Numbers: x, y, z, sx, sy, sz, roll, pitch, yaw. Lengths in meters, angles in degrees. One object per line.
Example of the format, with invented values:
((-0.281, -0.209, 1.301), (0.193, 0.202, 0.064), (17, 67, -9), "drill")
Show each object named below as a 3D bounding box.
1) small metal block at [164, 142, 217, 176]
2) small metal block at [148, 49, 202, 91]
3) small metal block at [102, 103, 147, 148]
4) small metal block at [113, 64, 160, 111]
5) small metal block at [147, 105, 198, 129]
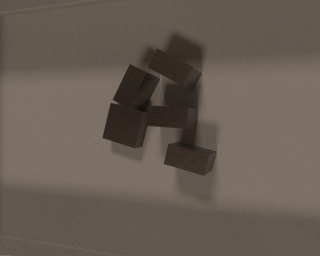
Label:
((0.039, 0.037, 0.383), (0.050, 0.050, 0.025), (14, 95, 19), "small metal block")
((0.020, -0.072, 0.389), (0.050, 0.050, 0.025), (31, 100, 17), "small metal block")
((-0.046, -0.004, 0.426), (0.050, 0.025, 0.050), (16, 96, 19), "small metal block")
((-0.030, -0.052, 0.407), (0.025, 0.050, 0.050), (30, 99, 17), "small metal block")
((0.017, -0.013, 0.391), (0.050, 0.050, 0.025), (4, 92, 19), "small metal block")
